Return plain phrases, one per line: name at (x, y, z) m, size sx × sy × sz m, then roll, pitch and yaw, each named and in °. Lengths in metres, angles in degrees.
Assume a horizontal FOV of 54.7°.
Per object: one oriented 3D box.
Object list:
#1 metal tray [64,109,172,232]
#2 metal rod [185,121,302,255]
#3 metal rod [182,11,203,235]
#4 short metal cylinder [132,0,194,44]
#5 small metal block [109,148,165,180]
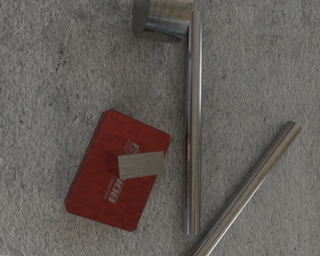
metal tray at (-0.051, 0.052, 0.388) m, size 0.090 × 0.030 × 0.130 m, roll 24°, pitch 82°, yaw -19°
metal rod at (0.114, 0.106, 0.451) m, size 0.025 × 0.025 × 0.300 m, roll 45°, pitch 76°, yaw -15°
metal rod at (0.045, -0.007, 0.425) m, size 0.025 × 0.025 × 0.298 m, roll 1°, pitch 90°, yaw -20°
short metal cylinder at (0.001, -0.147, 0.380) m, size 0.050 × 0.080 × 0.080 m, roll 4°, pitch 89°, yaw -20°
small metal block at (-0.028, 0.039, 0.353) m, size 0.050 × 0.050 × 0.025 m, roll -5°, pitch 92°, yaw -20°
